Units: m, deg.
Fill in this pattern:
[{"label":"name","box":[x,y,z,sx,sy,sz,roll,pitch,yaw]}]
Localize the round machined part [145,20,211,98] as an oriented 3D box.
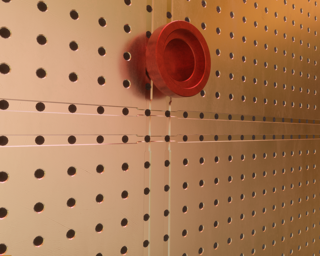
[{"label":"round machined part","box":[0.020,-0.089,0.413,0.099,0.042,0.097,0,90,-40]}]
